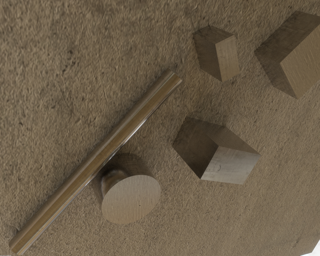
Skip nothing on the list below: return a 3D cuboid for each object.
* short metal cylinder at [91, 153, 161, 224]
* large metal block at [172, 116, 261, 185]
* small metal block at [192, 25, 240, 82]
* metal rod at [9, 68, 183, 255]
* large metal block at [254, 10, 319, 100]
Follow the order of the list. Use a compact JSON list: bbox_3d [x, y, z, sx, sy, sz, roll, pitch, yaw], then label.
[{"bbox_3d":[-0.046,0.081,0.416,0.081,0.050,0.079,-14,124,-21],"label":"short metal cylinder"},{"bbox_3d":[0.076,0.031,0.433,0.081,0.080,0.050,13,112,-34],"label":"large metal block"},{"bbox_3d":[0.067,-0.090,0.372,0.025,0.050,0.050,-29,128,-10],"label":"small metal block"},{"bbox_3d":[-0.083,0.045,0.389,0.300,0.025,0.025,-47,129,5],"label":"metal rod"},{"bbox_3d":[0.192,-0.101,0.433,0.080,0.050,0.080,-45,129,3],"label":"large metal block"}]
